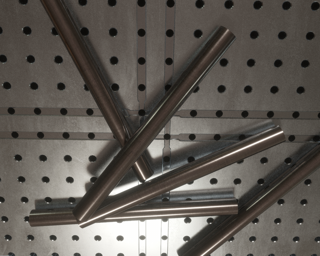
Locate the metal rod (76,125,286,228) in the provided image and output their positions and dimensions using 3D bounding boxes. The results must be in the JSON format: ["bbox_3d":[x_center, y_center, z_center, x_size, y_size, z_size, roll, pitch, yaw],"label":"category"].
[{"bbox_3d":[0.026,0.068,0.426,0.301,0.025,0.025,-24,109,3],"label":"metal rod"}]

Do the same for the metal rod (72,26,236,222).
[{"bbox_3d":[-0.012,0.000,0.391,0.025,0.025,0.299,37,97,-13],"label":"metal rod"}]

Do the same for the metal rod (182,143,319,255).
[{"bbox_3d":[0.140,0.118,0.459,0.025,0.025,0.299,42,104,-14],"label":"metal rod"}]

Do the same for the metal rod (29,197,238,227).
[{"bbox_3d":[-0.038,0.124,0.458,0.302,0.025,0.025,-4,110,0],"label":"metal rod"}]

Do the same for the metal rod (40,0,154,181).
[{"bbox_3d":[-0.082,-0.060,0.390,0.025,0.025,0.299,-23,109,8],"label":"metal rod"}]
